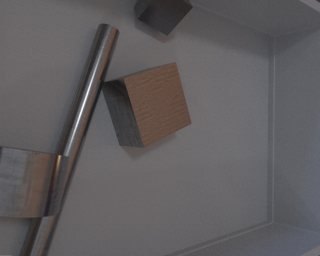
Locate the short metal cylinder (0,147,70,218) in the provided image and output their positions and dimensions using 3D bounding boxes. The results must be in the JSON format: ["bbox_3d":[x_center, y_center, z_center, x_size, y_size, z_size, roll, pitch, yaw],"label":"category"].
[{"bbox_3d":[-0.124,0.043,0.268,0.081,0.080,0.050,15,81,-39],"label":"short metal cylinder"}]

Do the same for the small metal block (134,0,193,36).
[{"bbox_3d":[0.004,-0.153,0.392,0.050,0.050,0.025,17,43,-39],"label":"small metal block"}]

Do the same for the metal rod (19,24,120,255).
[{"bbox_3d":[-0.097,0.027,0.326,0.025,0.025,0.299,25,74,-38],"label":"metal rod"}]

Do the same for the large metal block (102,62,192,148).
[{"bbox_3d":[-0.015,-0.029,0.379,0.081,0.050,0.080,-26,107,-37],"label":"large metal block"}]
